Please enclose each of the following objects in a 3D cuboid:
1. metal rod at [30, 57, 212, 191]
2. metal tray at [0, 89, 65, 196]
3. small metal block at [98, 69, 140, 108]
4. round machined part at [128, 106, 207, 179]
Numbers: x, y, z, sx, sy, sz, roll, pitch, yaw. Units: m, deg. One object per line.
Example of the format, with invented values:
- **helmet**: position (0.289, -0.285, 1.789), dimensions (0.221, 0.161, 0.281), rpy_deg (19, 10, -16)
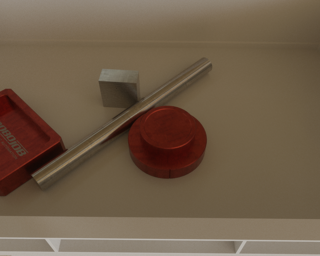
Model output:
- **metal rod**: position (-0.034, -0.019, 0.420), dimensions (0.025, 0.025, 0.302), rpy_deg (38, 59, 27)
- **metal tray**: position (-0.194, 0.012, 0.389), dimensions (0.130, 0.030, 0.091), rpy_deg (37, 59, 26)
- **small metal block**: position (-0.055, -0.054, 0.434), dimensions (0.050, 0.050, 0.025), rpy_deg (4, 50, 2)
- **round machined part**: position (0.009, 0.010, 0.386), dimensions (0.099, 0.042, 0.098), rpy_deg (0, 50, 0)
